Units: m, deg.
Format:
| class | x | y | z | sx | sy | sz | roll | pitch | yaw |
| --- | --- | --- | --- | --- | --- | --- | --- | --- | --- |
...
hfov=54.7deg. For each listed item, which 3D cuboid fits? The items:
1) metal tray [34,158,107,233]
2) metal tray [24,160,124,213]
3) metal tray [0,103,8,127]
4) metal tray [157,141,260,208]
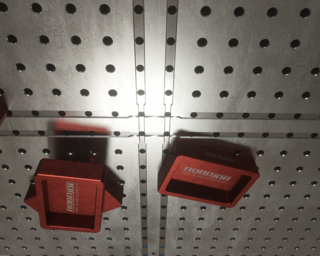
| class | x | y | z | sx | sy | sz | roll | pitch | yaw |
| --- | --- | --- | --- | --- | --- | --- | --- | --- | --- |
| metal tray | -0.129 | 0.103 | 0.454 | 0.091 | 0.030 | 0.129 | 7 | 130 | -7 |
| metal tray | -0.137 | 0.110 | 0.500 | 0.130 | 0.030 | 0.090 | -23 | 127 | 18 |
| metal tray | -0.275 | -0.014 | 0.392 | 0.130 | 0.030 | 0.090 | -26 | 126 | 20 |
| metal tray | 0.071 | 0.074 | 0.472 | 0.131 | 0.030 | 0.089 | 14 | 129 | -13 |
